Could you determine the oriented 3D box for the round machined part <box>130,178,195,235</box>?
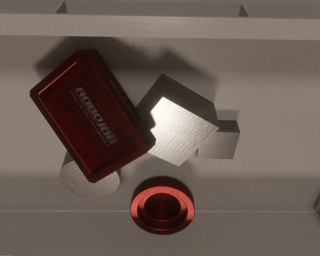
[{"bbox_3d":[0.004,0.118,0.489,0.099,0.042,0.097,1,117,2],"label":"round machined part"}]

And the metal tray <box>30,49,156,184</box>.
[{"bbox_3d":[-0.077,-0.012,0.353,0.090,0.030,0.130,-32,94,24],"label":"metal tray"}]

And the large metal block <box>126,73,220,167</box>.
[{"bbox_3d":[0.014,-0.008,0.387,0.080,0.050,0.080,27,125,-22],"label":"large metal block"}]

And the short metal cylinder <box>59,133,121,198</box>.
[{"bbox_3d":[-0.095,0.054,0.437,0.081,0.050,0.079,0,130,0],"label":"short metal cylinder"}]

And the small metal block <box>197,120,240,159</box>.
[{"bbox_3d":[0.078,0.016,0.424,0.050,0.025,0.050,2,130,-2],"label":"small metal block"}]
